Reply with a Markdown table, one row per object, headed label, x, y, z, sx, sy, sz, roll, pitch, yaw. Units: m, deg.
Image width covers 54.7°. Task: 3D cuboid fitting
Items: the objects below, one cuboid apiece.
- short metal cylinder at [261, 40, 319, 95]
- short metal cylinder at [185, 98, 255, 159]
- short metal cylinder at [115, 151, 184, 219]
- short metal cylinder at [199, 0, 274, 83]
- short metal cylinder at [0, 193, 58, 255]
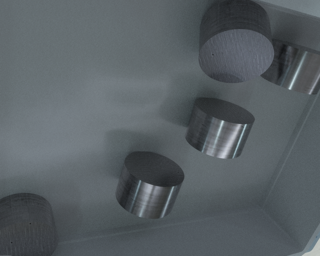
| label | x | y | z | sx | sy | sz | roll | pitch | yaw |
| --- | --- | --- | --- | --- | --- | --- | --- | --- | --- |
| short metal cylinder | 0.185 | -0.084 | 0.421 | 0.081 | 0.080 | 0.050 | 1 | 118 | -29 |
| short metal cylinder | 0.079 | -0.002 | 0.415 | 0.081 | 0.080 | 0.050 | 0 | 119 | -29 |
| short metal cylinder | -0.014 | 0.073 | 0.411 | 0.081 | 0.080 | 0.050 | 4 | 117 | -30 |
| short metal cylinder | 0.085 | -0.097 | 0.354 | 0.080 | 0.050 | 0.080 | 5 | 147 | 3 |
| short metal cylinder | -0.170 | 0.127 | 0.378 | 0.081 | 0.050 | 0.079 | -14 | 124 | -21 |
